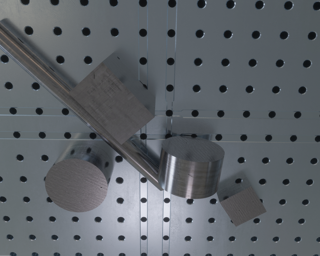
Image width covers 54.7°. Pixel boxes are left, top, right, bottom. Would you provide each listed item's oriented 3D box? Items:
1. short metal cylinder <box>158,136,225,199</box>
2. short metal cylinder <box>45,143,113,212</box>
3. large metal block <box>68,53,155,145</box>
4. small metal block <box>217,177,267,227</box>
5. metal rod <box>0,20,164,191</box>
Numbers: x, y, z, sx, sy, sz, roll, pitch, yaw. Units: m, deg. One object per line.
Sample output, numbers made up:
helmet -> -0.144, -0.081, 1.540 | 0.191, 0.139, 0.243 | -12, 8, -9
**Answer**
short metal cylinder -> 0.039, 0.048, 0.402 | 0.081, 0.080, 0.050 | 5, 110, -2
short metal cylinder -> -0.108, 0.067, 0.424 | 0.081, 0.050, 0.079 | 0, 110, 0
large metal block -> -0.051, -0.038, 0.369 | 0.050, 0.080, 0.080 | -40, 106, 13
small metal block -> 0.119, 0.109, 0.455 | 0.050, 0.025, 0.050 | -30, 108, 10
metal rod -> -0.096, -0.021, 0.404 | 0.025, 0.025, 0.300 | -42, 105, 14
